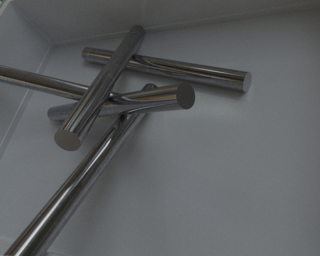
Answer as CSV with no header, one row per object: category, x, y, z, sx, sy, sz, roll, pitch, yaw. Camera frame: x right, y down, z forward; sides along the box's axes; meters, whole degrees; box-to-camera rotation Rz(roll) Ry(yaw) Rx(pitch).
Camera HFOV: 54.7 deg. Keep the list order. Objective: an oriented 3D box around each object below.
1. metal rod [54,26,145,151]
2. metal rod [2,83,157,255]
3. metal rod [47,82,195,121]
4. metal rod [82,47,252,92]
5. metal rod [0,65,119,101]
metal rod,-0.062,-0.075,0.405,0.025,0.025,0.301,-14,31,20
metal rod,-0.064,0.031,0.333,0.025,0.025,0.301,-3,33,26
metal rod,-0.075,-0.026,0.398,0.300,0.025,0.025,-2,59,49
metal rod,-0.010,-0.094,0.467,0.300,0.025,0.025,17,71,34
metal rod,-0.180,-0.067,0.457,0.302,0.025,0.025,14,66,5
